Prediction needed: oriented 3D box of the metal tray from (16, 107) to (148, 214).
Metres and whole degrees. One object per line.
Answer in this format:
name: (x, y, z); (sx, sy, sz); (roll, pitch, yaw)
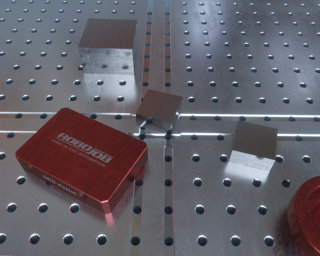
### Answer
metal tray: (-0.092, 0.034, 0.375); (0.130, 0.030, 0.090); (23, 53, 18)

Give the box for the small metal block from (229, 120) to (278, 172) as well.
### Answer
small metal block: (0.118, 0.022, 0.391); (0.050, 0.025, 0.050); (13, 51, 10)

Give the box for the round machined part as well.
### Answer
round machined part: (0.180, 0.100, 0.315); (0.099, 0.042, 0.098); (0, 50, 0)

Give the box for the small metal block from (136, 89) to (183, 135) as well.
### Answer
small metal block: (0.000, -0.023, 0.427); (0.050, 0.025, 0.050); (14, 51, 11)

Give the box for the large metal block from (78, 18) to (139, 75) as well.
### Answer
large metal block: (-0.079, -0.132, 0.502); (0.081, 0.050, 0.080); (2, 50, 1)
